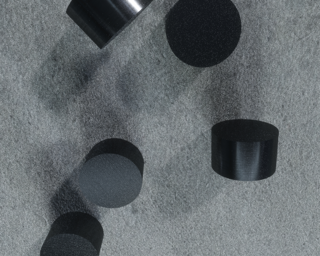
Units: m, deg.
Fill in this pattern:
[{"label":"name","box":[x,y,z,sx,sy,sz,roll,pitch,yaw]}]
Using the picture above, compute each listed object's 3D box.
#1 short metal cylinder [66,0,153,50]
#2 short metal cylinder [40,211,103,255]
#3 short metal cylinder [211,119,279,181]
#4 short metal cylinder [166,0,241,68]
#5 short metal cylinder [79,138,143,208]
[{"label":"short metal cylinder","box":[-0.052,-0.131,0.332,0.080,0.080,0.050,-40,106,13]},{"label":"short metal cylinder","box":[-0.128,0.172,0.458,0.081,0.050,0.079,0,110,-1]},{"label":"short metal cylinder","box":[0.106,0.025,0.391,0.081,0.080,0.050,-3,110,1]},{"label":"short metal cylinder","box":[0.047,-0.113,0.355,0.081,0.050,0.079,0,110,-1]},{"label":"short metal cylinder","box":[-0.063,0.060,0.418,0.081,0.050,0.079,0,110,-1]}]
